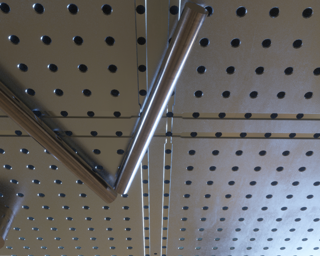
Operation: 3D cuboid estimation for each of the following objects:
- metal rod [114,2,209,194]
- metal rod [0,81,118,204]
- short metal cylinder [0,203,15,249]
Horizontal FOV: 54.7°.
[{"bbox_3d":[-0.012,-0.013,0.400,0.025,0.025,0.298,15,129,-13],"label":"metal rod"},{"bbox_3d":[-0.154,0.014,0.421,0.025,0.025,0.300,-24,127,18],"label":"metal rod"},{"bbox_3d":[-0.302,0.170,0.537,0.081,0.050,0.079,0,130,0],"label":"short metal cylinder"}]
